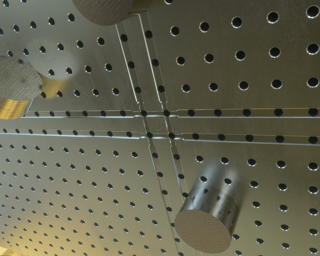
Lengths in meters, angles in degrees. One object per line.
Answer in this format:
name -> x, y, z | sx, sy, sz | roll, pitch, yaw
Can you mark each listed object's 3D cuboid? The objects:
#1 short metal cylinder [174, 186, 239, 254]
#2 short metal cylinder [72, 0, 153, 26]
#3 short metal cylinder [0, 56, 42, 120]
short metal cylinder -> 0.067, 0.130, 0.440 | 0.080, 0.050, 0.079 | 13, 124, 21
short metal cylinder -> -0.050, -0.154, 0.326 | 0.080, 0.050, 0.079 | 13, 124, 21
short metal cylinder -> -0.224, -0.059, 0.457 | 0.080, 0.080, 0.050 | 46, 129, -4
